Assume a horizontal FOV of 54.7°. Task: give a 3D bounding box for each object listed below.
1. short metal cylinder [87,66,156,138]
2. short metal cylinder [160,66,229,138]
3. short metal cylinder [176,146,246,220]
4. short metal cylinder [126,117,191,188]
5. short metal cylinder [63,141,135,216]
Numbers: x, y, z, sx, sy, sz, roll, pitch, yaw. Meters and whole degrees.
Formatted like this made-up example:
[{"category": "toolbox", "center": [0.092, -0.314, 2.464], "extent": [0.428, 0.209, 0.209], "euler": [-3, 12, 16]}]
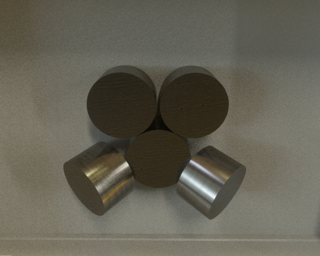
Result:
[{"category": "short metal cylinder", "center": [-0.045, -0.033, 0.382], "extent": [0.081, 0.050, 0.079], "euler": [0, 110, -1]}, {"category": "short metal cylinder", "center": [0.040, -0.034, 0.385], "extent": [0.081, 0.050, 0.079], "euler": [0, 110, -1]}, {"category": "short metal cylinder", "center": [0.067, 0.070, 0.400], "extent": [0.050, 0.081, 0.079], "euler": [33, 112, 30]}, {"category": "short metal cylinder", "center": [-0.002, 0.031, 0.406], "extent": [0.081, 0.050, 0.079], "euler": [0, 110, -1]}, {"category": "short metal cylinder", "center": [-0.078, 0.064, 0.397], "extent": [0.050, 0.080, 0.080], "euler": [-35, 114, -35]}]
